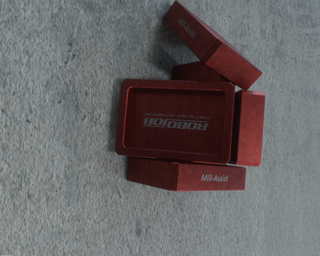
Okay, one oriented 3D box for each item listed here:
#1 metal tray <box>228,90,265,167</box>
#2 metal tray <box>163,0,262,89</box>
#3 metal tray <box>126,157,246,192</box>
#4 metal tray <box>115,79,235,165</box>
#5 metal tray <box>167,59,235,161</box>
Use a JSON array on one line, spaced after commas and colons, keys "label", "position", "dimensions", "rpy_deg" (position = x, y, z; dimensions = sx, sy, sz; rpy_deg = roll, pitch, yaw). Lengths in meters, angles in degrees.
[{"label": "metal tray", "position": [0.099, 0.003, 0.427], "dimensions": [0.030, 0.130, 0.089], "rpy_deg": [6, 86, -7]}, {"label": "metal tray", "position": [0.065, -0.109, 0.403], "dimensions": [0.090, 0.130, 0.030], "rpy_deg": [22, 117, -38]}, {"label": "metal tray", "position": [0.035, 0.058, 0.395], "dimensions": [0.131, 0.090, 0.030], "rpy_deg": [9, 85, -40]}, {"label": "metal tray", "position": [0.017, -0.008, 0.359], "dimensions": [0.030, 0.131, 0.089], "rpy_deg": [21, 73, -76]}, {"label": "metal tray", "position": [0.051, -0.021, 0.408], "dimensions": [0.030, 0.090, 0.129], "rpy_deg": [10, 84, -40]}]
